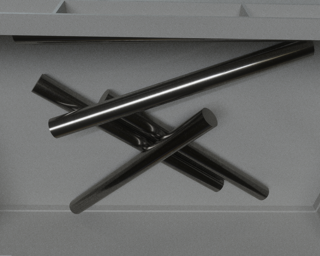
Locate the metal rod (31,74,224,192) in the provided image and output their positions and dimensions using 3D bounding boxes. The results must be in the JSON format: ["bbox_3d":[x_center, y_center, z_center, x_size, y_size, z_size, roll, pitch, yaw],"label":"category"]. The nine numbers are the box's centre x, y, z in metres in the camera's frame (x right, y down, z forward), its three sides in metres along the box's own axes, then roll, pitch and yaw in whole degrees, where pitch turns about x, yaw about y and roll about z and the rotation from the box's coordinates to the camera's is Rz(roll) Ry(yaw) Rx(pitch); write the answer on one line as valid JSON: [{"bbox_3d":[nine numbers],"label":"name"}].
[{"bbox_3d":[-0.026,0.018,0.423,0.301,0.025,0.025,31,123,-24],"label":"metal rod"}]

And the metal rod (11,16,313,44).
[{"bbox_3d":[0.003,-0.101,0.322,0.302,0.025,0.025,-1,130,0],"label":"metal rod"}]

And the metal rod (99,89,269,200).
[{"bbox_3d":[0.049,0.034,0.438,0.301,0.025,0.025,31,123,-24],"label":"metal rod"}]

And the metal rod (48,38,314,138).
[{"bbox_3d":[0.018,-0.044,0.350,0.301,0.025,0.025,-17,129,6],"label":"metal rod"}]

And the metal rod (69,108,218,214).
[{"bbox_3d":[-0.042,0.060,0.432,0.025,0.025,0.299,34,130,-26],"label":"metal rod"}]
